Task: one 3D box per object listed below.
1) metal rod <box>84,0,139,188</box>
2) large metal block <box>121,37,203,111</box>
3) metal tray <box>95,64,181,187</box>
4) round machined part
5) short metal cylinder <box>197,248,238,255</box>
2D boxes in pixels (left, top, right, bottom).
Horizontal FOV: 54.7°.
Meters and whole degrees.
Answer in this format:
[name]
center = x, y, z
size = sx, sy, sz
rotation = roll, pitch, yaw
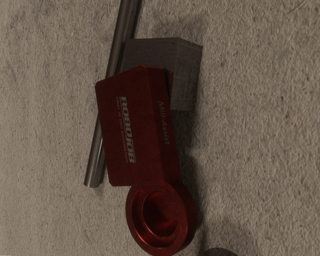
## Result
[metal rod]
center = -0.074, -0.052, 0.463
size = 0.025, 0.025, 0.298
rotation = 22, 104, 37
[large metal block]
center = 0.001, -0.066, 0.386
size = 0.080, 0.050, 0.079
rotation = 11, 97, 39
[metal tray]
center = -0.029, 0.001, 0.362
size = 0.090, 0.030, 0.129
rotation = -11, 87, 41
[round machined part]
center = 0.006, 0.105, 0.387
size = 0.098, 0.042, 0.097
rotation = 0, 90, 39
[short metal cylinder]
center = 0.059, 0.179, 0.339
size = 0.080, 0.050, 0.079
rotation = 0, 90, 39
